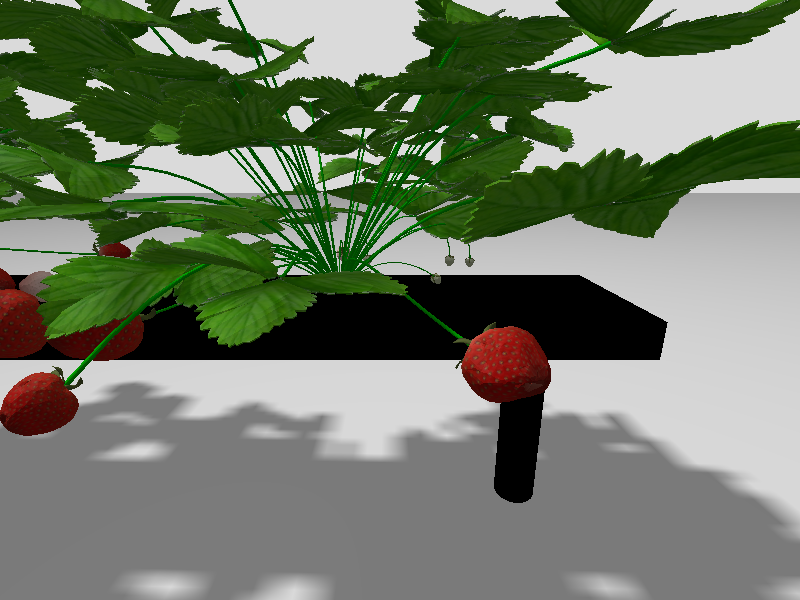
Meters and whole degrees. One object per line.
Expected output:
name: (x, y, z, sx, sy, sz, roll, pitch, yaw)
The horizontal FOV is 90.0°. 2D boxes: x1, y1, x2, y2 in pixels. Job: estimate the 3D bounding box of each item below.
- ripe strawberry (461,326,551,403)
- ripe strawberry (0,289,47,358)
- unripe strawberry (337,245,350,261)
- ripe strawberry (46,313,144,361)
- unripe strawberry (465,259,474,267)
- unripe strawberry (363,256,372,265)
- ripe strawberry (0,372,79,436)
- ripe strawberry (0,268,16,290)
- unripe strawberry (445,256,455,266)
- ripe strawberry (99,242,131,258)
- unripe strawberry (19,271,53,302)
ripe strawberry: (0.048, 0.030, 0.177, 0.038, 0.035, 0.035, -9, 19, -27)
ripe strawberry: (-0.226, 0.015, 0.226, 0.041, 0.040, 0.038, -14, 22, -37)
unripe strawberry: (-0.069, -0.058, 0.495, 0.017, 0.020, 0.019, -2, -3, -6)
ripe strawberry: (-0.169, 0.016, 0.222, 0.039, 0.041, 0.042, 13, 22, 37)
unripe strawberry: (0.077, -0.042, 0.444, 0.010, 0.010, 0.009, -11, 20, -32)
unripe strawberry: (-0.038, -0.047, 0.474, 0.011, 0.011, 0.011, 2, 17, 8)
ripe strawberry: (-0.143, 0.042, 0.158, 0.021, 0.024, 0.023, 7, 34, 22)
ripe strawberry: (-0.319, -0.009, 0.307, 0.035, 0.035, 0.038, 5, 18, 15)
unripe strawberry: (0.055, -0.043, 0.448, 0.010, 0.011, 0.011, -13, 21, -38)
ripe strawberry: (-0.332, -0.055, 0.466, 0.031, 0.031, 0.034, -10, 19, -32)
unripe strawberry: (-0.302, -0.011, 0.334, 0.026, 0.026, 0.025, -2, 17, -6)
